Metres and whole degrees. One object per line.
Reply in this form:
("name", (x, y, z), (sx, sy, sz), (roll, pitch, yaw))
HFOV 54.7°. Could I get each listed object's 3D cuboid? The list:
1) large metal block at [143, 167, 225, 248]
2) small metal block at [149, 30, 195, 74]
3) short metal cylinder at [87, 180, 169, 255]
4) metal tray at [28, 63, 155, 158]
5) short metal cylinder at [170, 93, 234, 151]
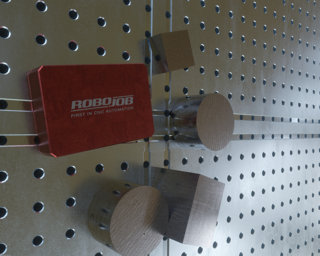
("large metal block", (0.028, 0.099, 0.397), (0.050, 0.080, 0.080), (26, 74, -37))
("small metal block", (0.017, -0.104, 0.423), (0.050, 0.025, 0.050), (-22, 104, -38))
("short metal cylinder", (-0.037, 0.104, 0.363), (0.081, 0.050, 0.079), (0, 90, -40))
("metal tray", (-0.070, -0.024, 0.347), (0.131, 0.030, 0.089), (-11, 97, -39))
("short metal cylinder", (0.061, -0.008, 0.444), (0.081, 0.050, 0.079), (0, 90, -40))
